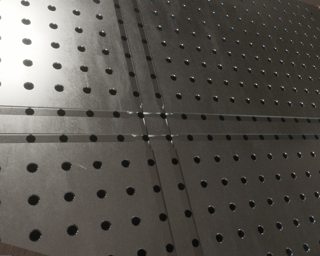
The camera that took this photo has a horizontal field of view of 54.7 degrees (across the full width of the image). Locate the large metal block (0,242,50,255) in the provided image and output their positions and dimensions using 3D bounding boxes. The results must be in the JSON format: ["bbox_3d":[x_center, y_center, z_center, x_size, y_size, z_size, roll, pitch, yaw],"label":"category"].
[{"bbox_3d":[-0.111,0.144,0.244,0.080,0.050,0.080,23,53,-15],"label":"large metal block"}]
